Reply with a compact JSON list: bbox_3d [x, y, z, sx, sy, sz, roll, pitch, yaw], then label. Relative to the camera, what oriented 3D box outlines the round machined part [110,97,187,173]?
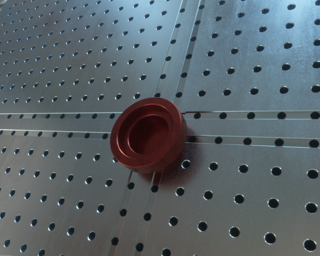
[{"bbox_3d":[-0.011,0.012,0.396,0.098,0.042,0.098,-13,56,21],"label":"round machined part"}]
